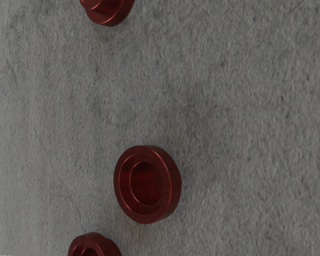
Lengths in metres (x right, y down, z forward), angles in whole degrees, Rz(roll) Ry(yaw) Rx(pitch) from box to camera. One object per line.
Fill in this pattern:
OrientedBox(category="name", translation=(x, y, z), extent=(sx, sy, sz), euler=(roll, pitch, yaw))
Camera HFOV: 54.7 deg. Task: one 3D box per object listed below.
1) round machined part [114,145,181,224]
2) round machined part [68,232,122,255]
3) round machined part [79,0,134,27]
OrientedBox(category="round machined part", translation=(-0.012, 0.070, 0.402), extent=(0.098, 0.042, 0.097), euler=(0, 90, 39))
OrientedBox(category="round machined part", translation=(-0.094, 0.207, 0.469), extent=(0.098, 0.042, 0.097), euler=(0, 90, 39))
OrientedBox(category="round machined part", translation=(-0.084, -0.205, 0.461), extent=(0.098, 0.042, 0.097), euler=(0, 90, 39))
